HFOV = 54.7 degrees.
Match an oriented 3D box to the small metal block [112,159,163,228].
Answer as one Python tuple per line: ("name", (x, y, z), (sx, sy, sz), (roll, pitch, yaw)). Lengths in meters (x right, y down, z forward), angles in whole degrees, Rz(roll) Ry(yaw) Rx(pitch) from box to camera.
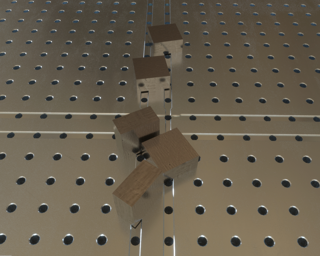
("small metal block", (-0.022, 0.070, 0.332), (0.025, 0.050, 0.050), (29, 56, 22))

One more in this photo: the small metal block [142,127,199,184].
("small metal block", (0.012, 0.033, 0.380), (0.050, 0.025, 0.050), (-23, 54, -19))

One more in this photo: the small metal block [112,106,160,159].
("small metal block", (-0.029, 0.006, 0.386), (0.050, 0.050, 0.025), (-22, 54, -18))

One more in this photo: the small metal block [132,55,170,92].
("small metal block", (-0.014, -0.085, 0.479), (0.050, 0.025, 0.050), (-7, 51, -7))

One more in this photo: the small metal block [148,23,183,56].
("small metal block", (0.008, -0.154, 0.538), (0.050, 0.025, 0.050), (-10, 51, -9))
